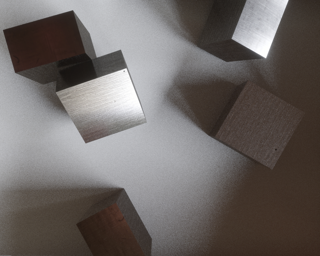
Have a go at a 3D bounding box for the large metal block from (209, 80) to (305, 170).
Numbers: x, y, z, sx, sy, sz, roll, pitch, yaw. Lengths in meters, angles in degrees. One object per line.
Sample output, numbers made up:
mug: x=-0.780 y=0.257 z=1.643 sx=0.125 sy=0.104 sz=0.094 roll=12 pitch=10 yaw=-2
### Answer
large metal block: x=0.122 y=-0.004 z=0.401 sx=0.080 sy=0.050 sz=0.080 roll=30 pitch=90 yaw=-1

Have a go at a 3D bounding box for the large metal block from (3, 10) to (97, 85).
large metal block: x=-0.128 y=-0.095 z=0.382 sx=0.080 sy=0.080 sz=0.050 roll=-16 pitch=89 yaw=0

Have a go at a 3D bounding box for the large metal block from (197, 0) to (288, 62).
large metal block: x=0.099 y=-0.130 z=0.379 sx=0.050 sy=0.080 sz=0.080 roll=21 pitch=90 yaw=-23

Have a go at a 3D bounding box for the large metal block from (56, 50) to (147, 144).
large metal block: x=-0.070 y=-0.038 z=0.378 sx=0.080 sy=0.050 sz=0.080 roll=-19 pitch=130 yaw=-1

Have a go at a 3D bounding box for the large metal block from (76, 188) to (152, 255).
large metal block: x=-0.052 y=0.129 z=0.383 sx=0.050 sy=0.080 sz=0.080 roll=-29 pitch=90 yaw=0
